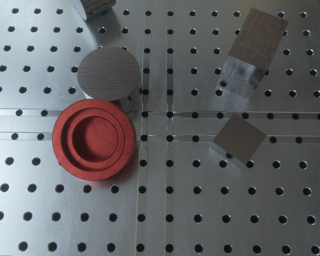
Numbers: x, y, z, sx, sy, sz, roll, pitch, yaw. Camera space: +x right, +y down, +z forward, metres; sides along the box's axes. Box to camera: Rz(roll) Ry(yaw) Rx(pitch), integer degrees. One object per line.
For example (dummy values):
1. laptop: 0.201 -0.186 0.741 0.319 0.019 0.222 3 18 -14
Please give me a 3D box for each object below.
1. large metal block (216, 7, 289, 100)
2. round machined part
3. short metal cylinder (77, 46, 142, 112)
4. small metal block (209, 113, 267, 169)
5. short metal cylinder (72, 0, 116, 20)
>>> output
1. large metal block: 0.122 -0.098 0.419 0.050 0.080 0.080 25 72 9
2. round machined part: -0.078 0.013 0.385 0.099 0.042 0.097 0 92 4
3. short metal cylinder: -0.066 -0.062 0.421 0.081 0.050 0.080 0 70 0
4. small metal block: 0.102 0.017 0.406 0.050 0.025 0.050 36 74 12
5. short metal cylinder: -0.108 -0.209 0.458 0.050 0.080 0.080 -32 73 -11
